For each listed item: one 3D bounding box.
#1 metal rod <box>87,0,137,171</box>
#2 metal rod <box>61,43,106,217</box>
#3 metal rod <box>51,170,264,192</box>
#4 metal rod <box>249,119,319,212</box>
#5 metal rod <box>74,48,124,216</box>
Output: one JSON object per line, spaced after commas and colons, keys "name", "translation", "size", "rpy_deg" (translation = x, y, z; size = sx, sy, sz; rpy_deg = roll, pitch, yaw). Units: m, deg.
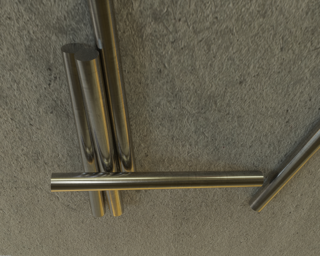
{"name": "metal rod", "translation": [-0.053, -0.035, 0.376], "size": [0.025, 0.025, 0.298], "rpy_deg": [-2, 130, 1]}
{"name": "metal rod", "translation": [-0.099, 0.028, 0.429], "size": [0.025, 0.025, 0.298], "rpy_deg": [1, 130, -1]}
{"name": "metal rod", "translation": [0.005, 0.075, 0.441], "size": [0.302, 0.025, 0.025], "rpy_deg": [1, 131, -13]}
{"name": "metal rod", "translation": [0.208, 0.022, 0.427], "size": [0.025, 0.025, 0.298], "rpy_deg": [15, 129, -12]}
{"name": "metal rod", "translation": [-0.074, 0.032, 0.420], "size": [0.025, 0.025, 0.298], "rpy_deg": [0, 134, 0]}
